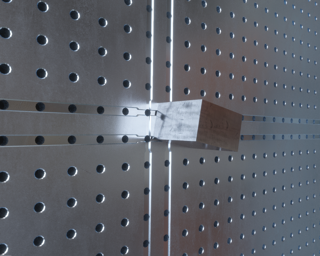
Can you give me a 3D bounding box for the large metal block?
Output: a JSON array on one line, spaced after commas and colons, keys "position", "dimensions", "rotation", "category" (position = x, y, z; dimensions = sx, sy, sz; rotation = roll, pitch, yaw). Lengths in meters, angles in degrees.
[{"position": [0.050, -0.001, 0.414], "dimensions": [0.080, 0.080, 0.050], "rotation": [15, 81, -39], "category": "large metal block"}]
